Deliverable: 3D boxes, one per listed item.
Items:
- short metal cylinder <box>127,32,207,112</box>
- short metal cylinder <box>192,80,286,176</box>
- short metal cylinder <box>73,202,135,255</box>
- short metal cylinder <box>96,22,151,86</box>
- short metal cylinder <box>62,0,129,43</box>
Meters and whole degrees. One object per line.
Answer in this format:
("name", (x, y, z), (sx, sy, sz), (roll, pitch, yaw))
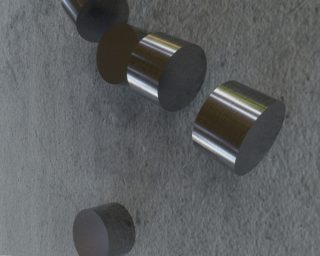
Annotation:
("short metal cylinder", (0.009, -0.065, 0.360), (0.050, 0.081, 0.079), (32, 110, 35))
("short metal cylinder", (0.078, 0.000, 0.304), (0.050, 0.081, 0.079), (34, 111, 34))
("short metal cylinder", (-0.083, 0.154, 0.454), (0.080, 0.050, 0.079), (0, 90, 39))
("short metal cylinder", (-0.040, -0.096, 0.420), (0.080, 0.050, 0.079), (0, 90, 39))
("short metal cylinder", (-0.092, -0.170, 0.442), (0.080, 0.081, 0.050), (-50, 61, 28))
